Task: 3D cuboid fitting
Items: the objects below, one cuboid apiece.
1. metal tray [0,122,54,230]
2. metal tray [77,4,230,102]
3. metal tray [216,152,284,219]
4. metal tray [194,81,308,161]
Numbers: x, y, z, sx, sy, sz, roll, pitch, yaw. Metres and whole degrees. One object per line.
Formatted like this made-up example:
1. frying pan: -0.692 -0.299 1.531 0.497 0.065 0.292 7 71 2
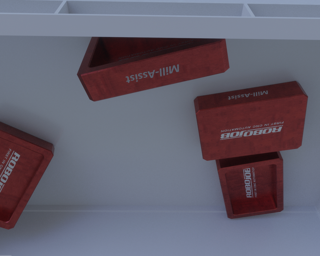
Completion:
1. metal tray: -0.215 0.065 0.421 0.090 0.030 0.129 28 97 -22
2. metal tray: -0.006 -0.076 0.301 0.131 0.090 0.030 -11 129 9
3. metal tray: 0.141 0.087 0.481 0.090 0.030 0.129 -11 130 9
4. metal tray: 0.115 -0.006 0.402 0.131 0.030 0.090 -9 130 7
